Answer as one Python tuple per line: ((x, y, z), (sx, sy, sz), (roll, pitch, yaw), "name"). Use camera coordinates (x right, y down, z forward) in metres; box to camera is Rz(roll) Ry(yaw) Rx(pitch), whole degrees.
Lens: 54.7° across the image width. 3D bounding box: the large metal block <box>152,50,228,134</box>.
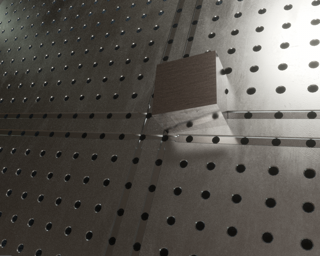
((0.040, -0.044, 0.397), (0.080, 0.050, 0.080), (-9, 58, 23), "large metal block")
